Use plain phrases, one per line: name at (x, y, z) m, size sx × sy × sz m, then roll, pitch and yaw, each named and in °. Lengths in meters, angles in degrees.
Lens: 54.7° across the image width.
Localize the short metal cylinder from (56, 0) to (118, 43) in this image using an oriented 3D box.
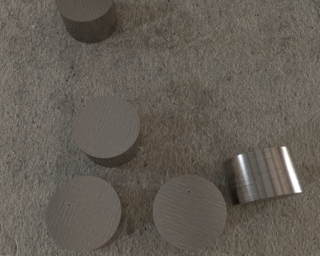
short metal cylinder at (-0.106, -0.174, 0.457) m, size 0.081 × 0.050 × 0.080 m, roll 0°, pitch 70°, yaw 0°

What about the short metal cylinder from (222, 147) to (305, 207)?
short metal cylinder at (0.118, 0.058, 0.358) m, size 0.081 × 0.080 × 0.050 m, roll -9°, pitch 71°, yaw -3°

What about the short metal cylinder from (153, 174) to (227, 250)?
short metal cylinder at (0.032, 0.098, 0.359) m, size 0.081 × 0.050 × 0.080 m, roll 0°, pitch 70°, yaw 0°

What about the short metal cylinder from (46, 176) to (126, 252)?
short metal cylinder at (-0.082, 0.099, 0.358) m, size 0.081 × 0.050 × 0.080 m, roll 0°, pitch 70°, yaw 0°

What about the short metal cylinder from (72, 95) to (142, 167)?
short metal cylinder at (-0.064, 0.006, 0.392) m, size 0.081 × 0.050 × 0.080 m, roll 0°, pitch 70°, yaw 0°
